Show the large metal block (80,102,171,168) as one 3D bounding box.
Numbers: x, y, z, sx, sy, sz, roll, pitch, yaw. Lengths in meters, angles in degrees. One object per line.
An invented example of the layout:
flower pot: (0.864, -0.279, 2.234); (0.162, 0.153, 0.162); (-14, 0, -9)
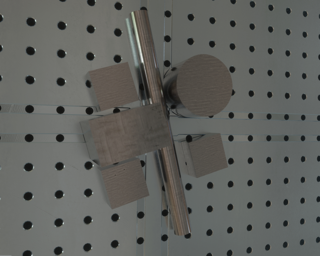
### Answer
large metal block: (-0.044, 0.006, 0.366); (0.081, 0.080, 0.050); (-16, 96, -20)

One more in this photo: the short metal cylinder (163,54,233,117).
short metal cylinder: (0.049, -0.055, 0.418); (0.081, 0.050, 0.079); (0, 90, -21)

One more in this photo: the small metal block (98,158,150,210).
small metal block: (-0.047, 0.069, 0.396); (0.050, 0.025, 0.050); (-17, 96, -20)

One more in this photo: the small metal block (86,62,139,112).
small metal block: (-0.060, -0.051, 0.391); (0.050, 0.025, 0.050); (-19, 97, -19)

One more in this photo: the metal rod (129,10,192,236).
metal rod: (0.002, -0.004, 0.414); (0.025, 0.025, 0.298); (-13, 95, -20)

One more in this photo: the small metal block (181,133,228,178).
small metal block: (0.063, 0.037, 0.437); (0.050, 0.025, 0.050); (-16, 96, -20)
